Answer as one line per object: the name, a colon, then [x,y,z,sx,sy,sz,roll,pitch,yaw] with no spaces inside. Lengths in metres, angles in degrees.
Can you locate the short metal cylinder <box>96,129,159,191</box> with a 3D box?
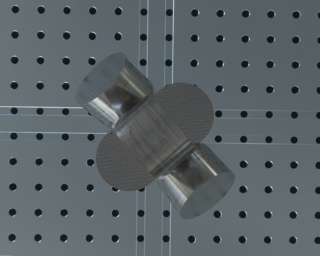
short metal cylinder: [-0.037,0.037,0.400,0.081,0.050,0.079,0,90,-1]

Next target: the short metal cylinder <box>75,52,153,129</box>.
short metal cylinder: [-0.056,-0.045,0.378,0.080,0.080,0.050,-46,125,0]

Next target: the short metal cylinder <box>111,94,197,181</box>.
short metal cylinder: [-0.006,0.010,0.334,0.050,0.080,0.080,-41,91,0]

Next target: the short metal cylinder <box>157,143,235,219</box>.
short metal cylinder: [0.044,0.065,0.379,0.080,0.080,0.050,-41,55,0]

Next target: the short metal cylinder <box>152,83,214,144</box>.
short metal cylinder: [0.025,-0.016,0.400,0.081,0.050,0.079,0,90,-1]
